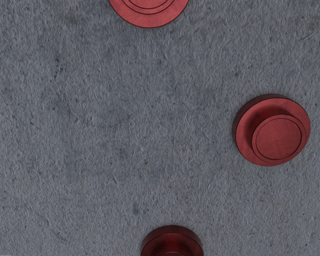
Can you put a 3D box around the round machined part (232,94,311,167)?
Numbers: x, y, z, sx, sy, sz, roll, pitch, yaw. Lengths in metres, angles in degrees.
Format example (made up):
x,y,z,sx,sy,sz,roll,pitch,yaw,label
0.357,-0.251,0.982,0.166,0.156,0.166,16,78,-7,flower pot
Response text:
x,y,z,sx,sy,sz,roll,pitch,yaw,label
0.148,0.007,0.405,0.099,0.042,0.097,0,110,0,round machined part

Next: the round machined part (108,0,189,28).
x,y,z,sx,sy,sz,roll,pitch,yaw,label
-0.013,-0.161,0.341,0.099,0.042,0.097,0,110,0,round machined part

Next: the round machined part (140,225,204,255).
x,y,z,sx,sy,sz,roll,pitch,yaw,label
0.019,0.203,0.475,0.099,0.042,0.097,0,110,0,round machined part
